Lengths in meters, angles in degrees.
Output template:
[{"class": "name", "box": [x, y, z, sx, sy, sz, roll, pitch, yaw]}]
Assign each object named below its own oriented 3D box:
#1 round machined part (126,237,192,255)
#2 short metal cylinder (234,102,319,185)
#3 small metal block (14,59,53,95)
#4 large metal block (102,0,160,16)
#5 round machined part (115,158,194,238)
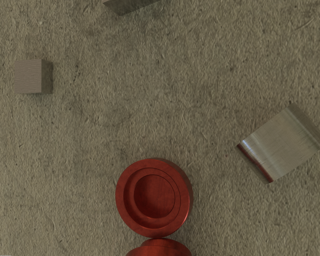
[{"class": "round machined part", "box": [0.004, 0.173, 0.382, 0.099, 0.042, 0.097, 6, 127, 8]}, {"class": "short metal cylinder", "box": [0.128, 0.017, 0.334, 0.080, 0.080, 0.050, -40, 78, 15]}, {"class": "small metal block", "box": [-0.194, -0.077, 0.476, 0.050, 0.025, 0.050, 0, 90, 19]}, {"class": "large metal block", "box": [-0.037, -0.207, 0.408, 0.080, 0.050, 0.080, -15, 85, 19]}, {"class": "round machined part", "box": [-0.004, 0.087, 0.401, 0.098, 0.042, 0.097, 0, 90, 19]}]
